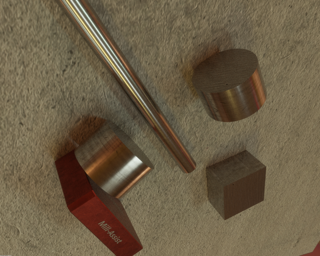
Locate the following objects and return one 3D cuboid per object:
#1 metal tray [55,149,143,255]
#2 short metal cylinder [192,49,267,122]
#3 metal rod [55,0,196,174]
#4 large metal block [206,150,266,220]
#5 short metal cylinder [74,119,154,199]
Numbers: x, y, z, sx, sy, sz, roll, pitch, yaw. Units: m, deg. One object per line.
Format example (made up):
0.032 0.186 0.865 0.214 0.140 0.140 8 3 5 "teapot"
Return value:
-0.074 0.096 0.383 0.030 0.090 0.130 -33 129 -7 "metal tray"
0.086 -0.054 0.385 0.080 0.080 0.050 -36 129 -4 "short metal cylinder"
-0.024 -0.037 0.370 0.025 0.025 0.300 -38 129 -3 "metal rod"
0.127 0.095 0.519 0.081 0.050 0.080 -21 127 -16 "large metal block"
-0.053 0.036 0.365 0.050 0.080 0.080 -43 130 1 "short metal cylinder"
